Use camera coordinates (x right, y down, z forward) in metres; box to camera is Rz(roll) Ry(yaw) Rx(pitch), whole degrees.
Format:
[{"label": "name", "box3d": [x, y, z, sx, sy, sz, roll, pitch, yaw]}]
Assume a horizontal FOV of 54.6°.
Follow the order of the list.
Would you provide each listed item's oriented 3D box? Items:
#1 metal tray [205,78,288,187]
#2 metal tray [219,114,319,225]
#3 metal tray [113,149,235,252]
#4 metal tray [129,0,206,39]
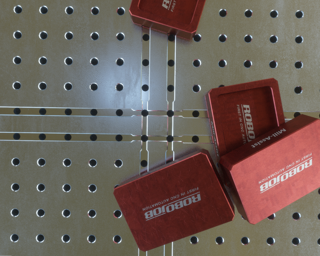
[{"label": "metal tray", "box3d": [0.117, 0.006, 0.411, 0.090, 0.030, 0.129, -10, 90, 0]}, {"label": "metal tray", "box3d": [0.149, 0.051, 0.389, 0.131, 0.030, 0.090, -27, 110, -8]}, {"label": "metal tray", "box3d": [0.017, 0.092, 0.396, 0.130, 0.030, 0.090, -25, 90, 13]}, {"label": "metal tray", "box3d": [0.021, -0.194, 0.410, 0.090, 0.030, 0.129, 17, 90, 0]}]
